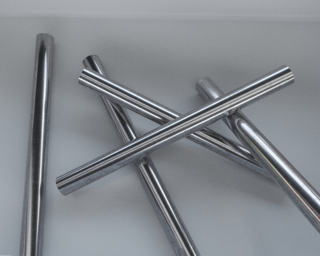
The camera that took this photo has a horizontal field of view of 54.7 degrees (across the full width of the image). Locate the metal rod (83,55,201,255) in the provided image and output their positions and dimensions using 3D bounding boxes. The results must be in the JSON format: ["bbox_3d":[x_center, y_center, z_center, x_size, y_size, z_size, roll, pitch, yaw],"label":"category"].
[{"bbox_3d":[-0.031,0.029,0.398,0.025,0.025,0.299,-25,72,-9],"label":"metal rod"}]

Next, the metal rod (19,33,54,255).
[{"bbox_3d":[-0.158,0.008,0.404,0.025,0.025,0.299,-4,70,-2],"label":"metal rod"}]

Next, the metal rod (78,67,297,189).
[{"bbox_3d":[0.035,0.000,0.394,0.301,0.025,0.025,27,72,3],"label":"metal rod"}]

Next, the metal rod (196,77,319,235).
[{"bbox_3d":[0.120,0.034,0.335,0.025,0.025,0.300,-24,48,-9],"label":"metal rod"}]

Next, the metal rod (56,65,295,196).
[{"bbox_3d":[0.015,0.004,0.369,0.301,0.025,0.025,-26,72,3],"label":"metal rod"}]
